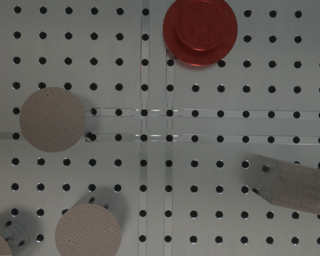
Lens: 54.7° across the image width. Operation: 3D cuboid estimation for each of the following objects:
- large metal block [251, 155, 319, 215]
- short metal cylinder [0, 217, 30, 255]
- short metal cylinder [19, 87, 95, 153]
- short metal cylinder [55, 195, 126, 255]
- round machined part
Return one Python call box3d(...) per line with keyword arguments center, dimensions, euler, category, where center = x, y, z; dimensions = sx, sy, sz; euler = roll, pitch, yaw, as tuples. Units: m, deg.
box3d(center=(0.170, 0.070, 0.387), dimensions=(0.080, 0.080, 0.050), euler=(13, 90, 0), category="large metal block")
box3d(center=(-0.218, 0.162, 0.399), dimensions=(0.081, 0.050, 0.080), euler=(0, 90, 0), category="short metal cylinder")
box3d(center=(-0.130, -0.010, 0.400), dimensions=(0.081, 0.050, 0.080), euler=(0, 90, 0), category="short metal cylinder")
box3d(center=(-0.087, 0.131, 0.400), dimensions=(0.081, 0.050, 0.080), euler=(0, 90, 0), category="short metal cylinder")
box3d(center=(0.053, -0.130, 0.405), dimensions=(0.099, 0.042, 0.097), euler=(0, 90, 0), category="round machined part")
